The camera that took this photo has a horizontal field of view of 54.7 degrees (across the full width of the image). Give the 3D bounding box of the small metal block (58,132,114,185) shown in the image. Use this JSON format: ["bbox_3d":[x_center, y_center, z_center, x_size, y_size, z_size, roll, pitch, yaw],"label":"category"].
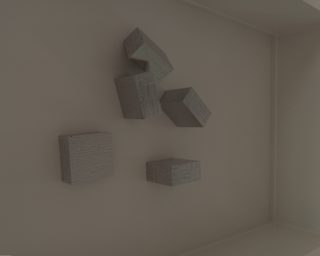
[{"bbox_3d":[-0.080,0.031,0.339,0.050,0.025,0.050,-6,94,-40],"label":"small metal block"}]

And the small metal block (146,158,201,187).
[{"bbox_3d":[0.017,0.056,0.405,0.050,0.050,0.025,-4,93,-40],"label":"small metal block"}]

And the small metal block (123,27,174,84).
[{"bbox_3d":[-0.014,-0.088,0.375,0.025,0.050,0.050,-42,126,17],"label":"small metal block"}]

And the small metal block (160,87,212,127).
[{"bbox_3d":[0.033,-0.026,0.417,0.050,0.050,0.025,47,62,-30],"label":"small metal block"}]

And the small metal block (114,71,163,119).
[{"bbox_3d":[-0.027,-0.038,0.366,0.025,0.050,0.050,-20,103,-31],"label":"small metal block"}]
